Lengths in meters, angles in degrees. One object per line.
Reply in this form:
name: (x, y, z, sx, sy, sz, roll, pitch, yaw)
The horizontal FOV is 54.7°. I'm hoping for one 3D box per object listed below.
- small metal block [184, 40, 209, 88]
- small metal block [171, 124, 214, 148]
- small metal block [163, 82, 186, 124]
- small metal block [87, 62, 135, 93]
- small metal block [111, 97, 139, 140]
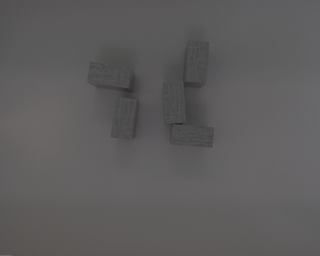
small metal block: (0.045, -0.080, 0.399, 0.025, 0.050, 0.050, 4, 90, 0)
small metal block: (0.039, 0.009, 0.399, 0.050, 0.050, 0.025, 5, 90, 0)
small metal block: (0.017, -0.030, 0.399, 0.025, 0.050, 0.050, -3, 90, 0)
small metal block: (-0.061, -0.064, 0.398, 0.050, 0.050, 0.025, 9, 90, 0)
small metal block: (-0.044, -0.012, 0.398, 0.025, 0.050, 0.050, 7, 90, 0)
